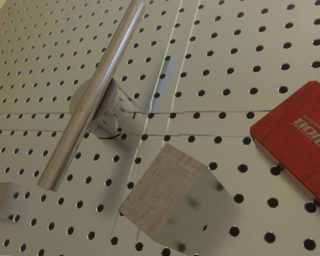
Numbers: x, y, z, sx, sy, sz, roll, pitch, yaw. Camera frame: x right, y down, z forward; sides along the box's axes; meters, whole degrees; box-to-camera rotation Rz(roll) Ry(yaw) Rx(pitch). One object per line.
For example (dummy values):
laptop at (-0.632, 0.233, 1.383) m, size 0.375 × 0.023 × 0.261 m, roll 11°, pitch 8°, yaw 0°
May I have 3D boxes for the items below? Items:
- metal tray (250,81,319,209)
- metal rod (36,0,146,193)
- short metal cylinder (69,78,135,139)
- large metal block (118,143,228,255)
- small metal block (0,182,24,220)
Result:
metal tray at (0.166, 0.021, 0.305) m, size 0.090 × 0.030 × 0.130 m, roll -38°, pitch 51°, yaw 2°
metal rod at (-0.085, -0.058, 0.423) m, size 0.025 × 0.025 × 0.300 m, roll 8°, pitch 65°, yaw 31°
short metal cylinder at (-0.085, -0.031, 0.456) m, size 0.080 × 0.050 × 0.080 m, roll -13°, pitch 56°, yaw 21°
large metal block at (0.018, 0.074, 0.318) m, size 0.050 × 0.080 × 0.080 m, roll 29°, pitch 78°, yaw 37°
small metal block at (-0.241, 0.110, 0.468) m, size 0.050 × 0.025 × 0.050 m, roll -7°, pitch 59°, yaw 25°
